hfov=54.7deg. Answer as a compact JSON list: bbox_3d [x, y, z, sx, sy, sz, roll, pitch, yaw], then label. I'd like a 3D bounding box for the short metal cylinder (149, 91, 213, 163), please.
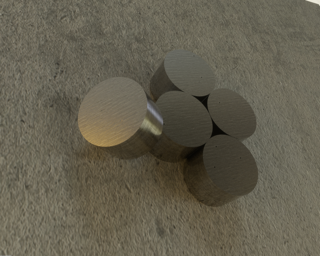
[{"bbox_3d":[0.020,-0.001,0.400,0.081,0.050,0.080,14,56,-21],"label":"short metal cylinder"}]

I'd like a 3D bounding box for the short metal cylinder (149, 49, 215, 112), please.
[{"bbox_3d":[0.032,-0.066,0.446,0.081,0.050,0.080,14,56,-21],"label":"short metal cylinder"}]

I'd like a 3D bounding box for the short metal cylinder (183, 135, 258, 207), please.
[{"bbox_3d":[0.077,0.055,0.397,0.081,0.050,0.080,14,56,-21],"label":"short metal cylinder"}]

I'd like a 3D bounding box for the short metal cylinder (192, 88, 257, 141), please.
[{"bbox_3d":[0.089,-0.010,0.443,0.081,0.050,0.080,14,56,-21],"label":"short metal cylinder"}]

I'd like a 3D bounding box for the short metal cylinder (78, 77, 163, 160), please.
[{"bbox_3d":[-0.043,-0.010,0.346,0.080,0.050,0.080,-7,67,17],"label":"short metal cylinder"}]
